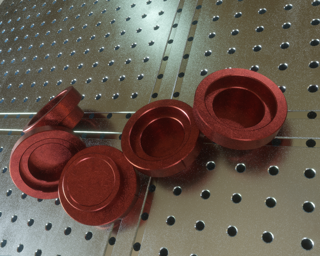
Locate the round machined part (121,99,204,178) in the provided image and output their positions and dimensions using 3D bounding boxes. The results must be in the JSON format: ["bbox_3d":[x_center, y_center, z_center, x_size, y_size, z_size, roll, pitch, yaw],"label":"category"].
[{"bbox_3d":[0.006,0.016,0.379,0.098,0.042,0.098,-10,54,15],"label":"round machined part"}]

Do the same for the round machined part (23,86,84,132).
[{"bbox_3d":[-0.154,-0.016,0.469,0.098,0.042,0.098,-33,24,17],"label":"round machined part"}]

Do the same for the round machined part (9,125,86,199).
[{"bbox_3d":[-0.146,0.042,0.416,0.098,0.098,0.042,-45,29,-3],"label":"round machined part"}]

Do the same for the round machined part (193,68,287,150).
[{"bbox_3d":[0.086,-0.017,0.347,0.099,0.042,0.098,0,57,0],"label":"round machined part"}]

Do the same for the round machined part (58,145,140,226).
[{"bbox_3d":[-0.076,0.067,0.374,0.099,0.042,0.098,-2,72,7],"label":"round machined part"}]
